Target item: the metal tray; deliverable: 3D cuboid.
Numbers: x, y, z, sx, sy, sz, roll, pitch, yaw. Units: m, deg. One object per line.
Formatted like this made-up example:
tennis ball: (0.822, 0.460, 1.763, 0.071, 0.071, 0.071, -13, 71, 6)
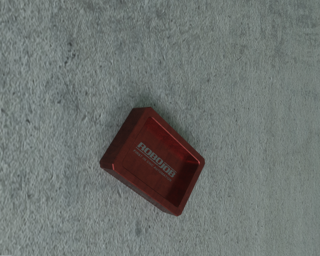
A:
metal tray: (-0.003, 0.045, 0.402, 0.130, 0.030, 0.090, 43, 64, -32)
